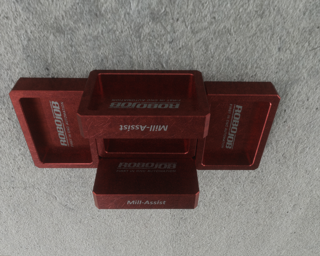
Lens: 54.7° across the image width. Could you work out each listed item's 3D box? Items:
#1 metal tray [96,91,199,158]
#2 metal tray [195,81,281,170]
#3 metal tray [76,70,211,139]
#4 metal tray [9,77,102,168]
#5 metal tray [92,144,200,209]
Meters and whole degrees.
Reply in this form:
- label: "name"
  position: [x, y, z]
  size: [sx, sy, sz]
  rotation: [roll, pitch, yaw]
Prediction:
- label: "metal tray"
  position: [-0.017, -0.003, 0.403]
  size: [0.131, 0.030, 0.089]
  rotation: [0, 130, -1]
- label: "metal tray"
  position: [0.094, 0.001, 0.408]
  size: [0.091, 0.030, 0.129]
  rotation: [0, 130, -1]
- label: "metal tray"
  position: [-0.016, -0.029, 0.341]
  size: [0.131, 0.090, 0.030]
  rotation: [0, 130, -1]
- label: "metal tray"
  position: [-0.127, -0.002, 0.402]
  size: [0.091, 0.030, 0.129]
  rotation: [0, 130, -1]
- label: "metal tray"
  position: [-0.017, 0.063, 0.418]
  size: [0.131, 0.090, 0.030]
  rotation: [0, 130, -1]
